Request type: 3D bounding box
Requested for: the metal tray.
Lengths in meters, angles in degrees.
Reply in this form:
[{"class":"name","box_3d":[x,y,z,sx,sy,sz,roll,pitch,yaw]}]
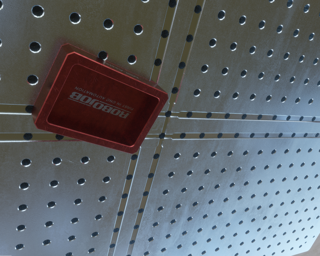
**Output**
[{"class":"metal tray","box_3d":[-0.065,-0.027,0.356,0.131,0.030,0.090,20,108,-36]}]
